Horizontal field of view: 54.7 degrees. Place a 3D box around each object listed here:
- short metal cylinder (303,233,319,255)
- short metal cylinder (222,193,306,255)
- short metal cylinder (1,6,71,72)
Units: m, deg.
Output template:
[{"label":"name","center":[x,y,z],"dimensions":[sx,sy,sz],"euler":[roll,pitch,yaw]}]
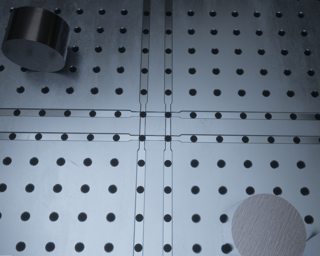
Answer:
[{"label":"short metal cylinder","center":[0.184,0.149,0.330],"dimensions":[0.080,0.080,0.050],"euler":[-35,74,-12]},{"label":"short metal cylinder","center":[0.117,0.119,0.356],"dimensions":[0.081,0.050,0.080],"euler":[0,70,0]},{"label":"short metal cylinder","center":[-0.167,-0.119,0.424],"dimensions":[0.081,0.080,0.050],"euler":[4,70,1]}]
